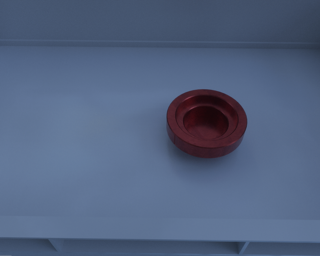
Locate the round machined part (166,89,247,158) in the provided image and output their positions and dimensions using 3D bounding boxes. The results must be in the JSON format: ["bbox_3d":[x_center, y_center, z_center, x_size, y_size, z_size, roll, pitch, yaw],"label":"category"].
[{"bbox_3d":[0.057,-0.001,0.395,0.099,0.042,0.098,0,50,0],"label":"round machined part"}]
